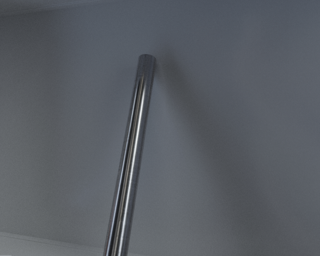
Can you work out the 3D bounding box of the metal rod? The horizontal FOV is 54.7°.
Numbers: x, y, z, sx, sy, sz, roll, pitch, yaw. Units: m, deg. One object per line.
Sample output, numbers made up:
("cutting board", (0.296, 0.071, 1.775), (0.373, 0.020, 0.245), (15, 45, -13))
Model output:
("metal rod", (-0.035, 0.044, 0.359), (0.025, 0.025, 0.299), (-1, 65, 19))
